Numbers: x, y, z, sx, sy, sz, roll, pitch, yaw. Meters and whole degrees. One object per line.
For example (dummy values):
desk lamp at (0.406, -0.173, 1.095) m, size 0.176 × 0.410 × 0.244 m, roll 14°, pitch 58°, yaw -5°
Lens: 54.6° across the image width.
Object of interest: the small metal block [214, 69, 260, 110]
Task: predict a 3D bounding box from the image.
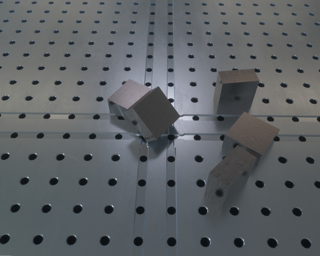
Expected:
small metal block at (0.106, -0.054, 0.438) m, size 0.050 × 0.050 × 0.025 m, roll -5°, pitch 50°, yaw -5°

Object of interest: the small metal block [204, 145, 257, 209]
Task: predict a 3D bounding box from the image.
small metal block at (0.078, 0.055, 0.346) m, size 0.025 × 0.050 × 0.050 m, roll 37°, pitch 59°, yaw 27°

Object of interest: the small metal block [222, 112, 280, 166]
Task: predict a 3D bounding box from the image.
small metal block at (0.116, 0.013, 0.398) m, size 0.050 × 0.025 × 0.050 m, roll 31°, pitch 56°, yaw 23°

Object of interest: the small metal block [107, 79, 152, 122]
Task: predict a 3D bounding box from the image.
small metal block at (-0.037, -0.037, 0.439) m, size 0.050 × 0.025 × 0.050 m, roll 27°, pitch 55°, yaw 21°

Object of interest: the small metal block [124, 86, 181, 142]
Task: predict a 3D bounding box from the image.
small metal block at (-0.009, -0.018, 0.405) m, size 0.050 × 0.025 × 0.050 m, roll -44°, pitch 105°, yaw -30°
